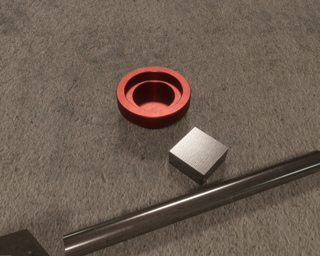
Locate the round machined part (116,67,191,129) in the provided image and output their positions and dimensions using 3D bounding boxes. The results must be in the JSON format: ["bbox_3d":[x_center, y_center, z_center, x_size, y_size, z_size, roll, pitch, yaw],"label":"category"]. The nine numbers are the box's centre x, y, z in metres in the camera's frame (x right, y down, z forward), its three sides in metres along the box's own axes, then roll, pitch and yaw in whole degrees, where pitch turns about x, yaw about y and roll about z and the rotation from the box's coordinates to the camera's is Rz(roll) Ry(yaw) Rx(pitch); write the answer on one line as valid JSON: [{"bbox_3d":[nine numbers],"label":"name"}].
[{"bbox_3d":[-0.008,-0.037,0.423,0.099,0.042,0.098,0,50,0],"label":"round machined part"}]

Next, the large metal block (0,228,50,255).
[{"bbox_3d":[-0.136,0.133,0.254,0.081,0.080,0.050,-15,52,-12],"label":"large metal block"}]

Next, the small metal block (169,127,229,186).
[{"bbox_3d":[0.046,0.033,0.376,0.050,0.025,0.050,34,57,25],"label":"small metal block"}]

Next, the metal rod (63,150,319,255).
[{"bbox_3d":[0.050,0.078,0.338,0.302,0.025,0.025,-16,52,-13],"label":"metal rod"}]
